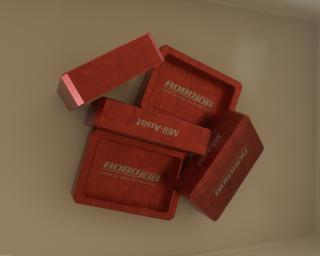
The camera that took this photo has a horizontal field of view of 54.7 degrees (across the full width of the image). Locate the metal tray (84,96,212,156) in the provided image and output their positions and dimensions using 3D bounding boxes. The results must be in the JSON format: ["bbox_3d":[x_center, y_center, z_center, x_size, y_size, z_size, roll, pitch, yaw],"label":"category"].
[{"bbox_3d":[-0.018,0.000,0.367,0.131,0.090,0.030,17,85,-20],"label":"metal tray"}]

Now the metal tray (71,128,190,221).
[{"bbox_3d":[-0.035,0.059,0.393,0.131,0.030,0.090,17,84,-20],"label":"metal tray"}]

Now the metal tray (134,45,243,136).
[{"bbox_3d":[0.040,-0.043,0.422,0.131,0.030,0.090,22,83,-19],"label":"metal tray"}]

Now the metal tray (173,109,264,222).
[{"bbox_3d":[0.084,0.051,0.417,0.130,0.030,0.090,-53,135,-12],"label":"metal tray"}]

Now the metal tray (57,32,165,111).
[{"bbox_3d":[-0.060,-0.054,0.330,0.091,0.130,0.030,-31,101,-17],"label":"metal tray"}]
